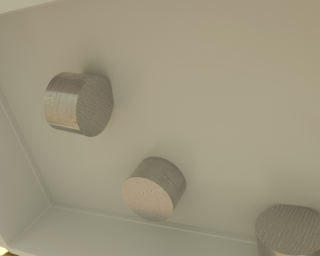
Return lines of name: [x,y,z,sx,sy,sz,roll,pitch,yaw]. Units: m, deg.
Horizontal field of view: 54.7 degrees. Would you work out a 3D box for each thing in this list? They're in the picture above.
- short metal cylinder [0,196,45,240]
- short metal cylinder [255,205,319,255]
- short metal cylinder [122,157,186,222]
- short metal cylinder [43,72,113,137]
short metal cylinder: [-0.301,0.196,0.675,0.080,0.050,0.079,13,124,21]
short metal cylinder: [0.159,0.139,0.375,0.080,0.080,0.050,0,118,28]
short metal cylinder: [-0.008,0.089,0.452,0.080,0.050,0.079,13,124,21]
short metal cylinder: [-0.105,-0.032,0.409,0.050,0.080,0.079,11,123,22]
